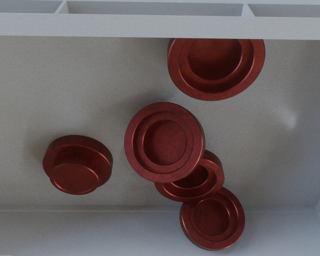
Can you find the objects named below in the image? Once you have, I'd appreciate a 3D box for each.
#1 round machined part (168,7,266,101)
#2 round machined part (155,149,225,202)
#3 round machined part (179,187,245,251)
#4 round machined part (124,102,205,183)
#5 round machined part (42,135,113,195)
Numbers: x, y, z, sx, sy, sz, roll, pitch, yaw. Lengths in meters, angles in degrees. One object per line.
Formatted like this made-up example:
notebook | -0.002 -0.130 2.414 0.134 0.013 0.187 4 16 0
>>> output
round machined part | 0.057 -0.080 0.330 0.099 0.042 0.097 0 130 0
round machined part | 0.041 0.062 0.451 0.099 0.042 0.097 0 130 0
round machined part | 0.079 0.142 0.487 0.099 0.098 0.042 6 150 -5
round machined part | 0.008 0.018 0.391 0.098 0.098 0.042 -18 170 14
round machined part | -0.120 0.060 0.448 0.099 0.042 0.097 0 130 0
